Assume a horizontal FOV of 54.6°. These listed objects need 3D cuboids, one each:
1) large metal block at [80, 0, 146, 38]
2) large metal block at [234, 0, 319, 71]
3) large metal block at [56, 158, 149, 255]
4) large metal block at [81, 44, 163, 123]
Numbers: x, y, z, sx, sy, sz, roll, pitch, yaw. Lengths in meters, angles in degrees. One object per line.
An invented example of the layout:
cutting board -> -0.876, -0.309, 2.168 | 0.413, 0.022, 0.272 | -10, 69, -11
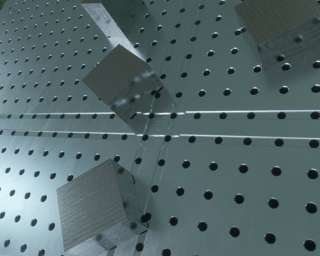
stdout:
large metal block -> -0.080, -0.220, 0.551 | 0.050, 0.080, 0.080 | 14, 69, 34
large metal block -> 0.151, -0.132, 0.394 | 0.080, 0.050, 0.080 | -24, 53, 14
large metal block -> -0.071, 0.096, 0.371 | 0.080, 0.050, 0.080 | -30, 52, 9
large metal block -> -0.057, -0.068, 0.465 | 0.080, 0.050, 0.080 | -46, 51, -4
